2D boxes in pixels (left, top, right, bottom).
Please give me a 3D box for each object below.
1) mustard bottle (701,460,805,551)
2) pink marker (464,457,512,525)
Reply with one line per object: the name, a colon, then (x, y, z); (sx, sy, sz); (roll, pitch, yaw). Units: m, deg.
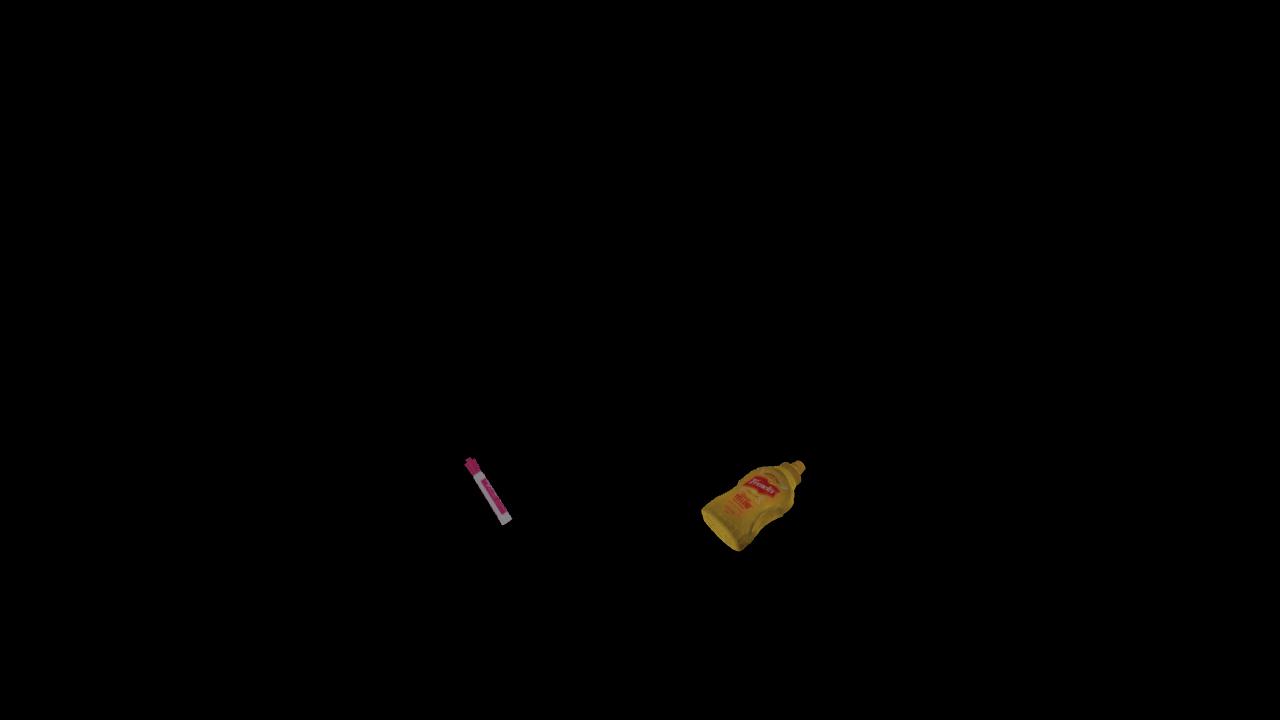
mustard bottle: (0.193, 0.218, 0.979); (0.184, 0.054, 0.092); (-32, 34, -19)
pink marker: (-0.244, 0.209, 0.986); (0.020, 0.121, 0.020); (-32, 0, 0)
